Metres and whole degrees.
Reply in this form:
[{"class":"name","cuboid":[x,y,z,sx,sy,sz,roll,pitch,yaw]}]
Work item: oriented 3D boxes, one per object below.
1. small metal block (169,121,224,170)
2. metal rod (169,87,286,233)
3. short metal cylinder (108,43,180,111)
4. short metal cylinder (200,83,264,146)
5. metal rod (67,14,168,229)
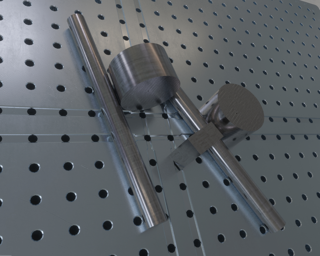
[{"class":"small metal block","cuboid":[0.047,0.023,0.403,0.050,0.050,0.025,-32,80,-38]},{"class":"metal rod","cuboid":[0.069,0.014,0.436,0.025,0.025,0.299,-29,78,-38]},{"class":"short metal cylinder","cuboid":[-0.020,-0.064,0.401,0.081,0.080,0.050,-10,67,-32]},{"class":"short metal cylinder","cuboid":[0.106,-0.019,0.461,0.081,0.050,0.080,14,56,-21]},{"class":"metal rod","cuboid":[-0.061,-0.023,0.389,0.025,0.025,0.299,-12,68,-33]}]
